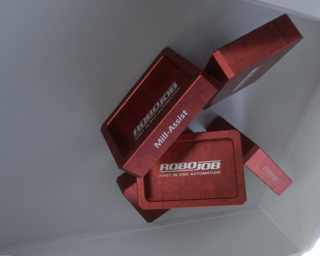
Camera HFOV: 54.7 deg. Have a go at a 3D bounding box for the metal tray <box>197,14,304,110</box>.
[{"bbox_3d":[0.092,-0.069,0.360,0.090,0.030,0.130,-29,172,-9],"label":"metal tray"}]

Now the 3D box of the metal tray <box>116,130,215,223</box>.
[{"bbox_3d":[0.014,0.073,0.458,0.130,0.030,0.090,-34,129,-6],"label":"metal tray"}]

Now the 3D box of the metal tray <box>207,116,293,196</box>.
[{"bbox_3d":[0.135,0.043,0.466,0.030,0.090,0.130,-48,129,5],"label":"metal tray"}]

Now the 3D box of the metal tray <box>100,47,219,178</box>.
[{"bbox_3d":[-0.007,-0.020,0.347,0.030,0.090,0.130,34,101,-37],"label":"metal tray"}]

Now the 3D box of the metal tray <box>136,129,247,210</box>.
[{"bbox_3d":[0.037,0.052,0.388,0.131,0.030,0.089,-5,86,10],"label":"metal tray"}]
